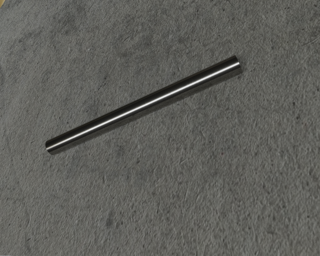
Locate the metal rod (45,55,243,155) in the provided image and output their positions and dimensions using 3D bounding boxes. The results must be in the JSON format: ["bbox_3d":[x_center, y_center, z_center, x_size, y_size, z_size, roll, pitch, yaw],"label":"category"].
[{"bbox_3d":[-0.032,-0.027,0.438,0.300,0.025,0.025,-23,53,14],"label":"metal rod"}]
